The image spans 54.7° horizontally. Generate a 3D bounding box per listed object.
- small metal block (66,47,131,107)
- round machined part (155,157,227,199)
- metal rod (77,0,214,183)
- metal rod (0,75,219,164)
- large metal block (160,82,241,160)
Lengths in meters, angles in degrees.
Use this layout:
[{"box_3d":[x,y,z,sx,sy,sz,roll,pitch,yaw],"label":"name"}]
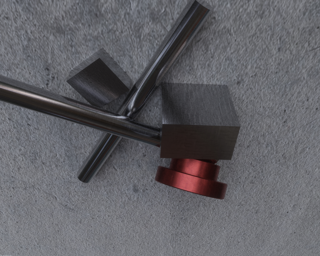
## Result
[{"box_3d":[-0.070,-0.056,0.359,0.050,0.025,0.050,-29,125,22],"label":"small metal block"},{"box_3d":[0.045,0.064,0.429,0.099,0.098,0.042,17,84,-14],"label":"round machined part"},{"box_3d":[-0.035,-0.025,0.385,0.025,0.025,0.298,25,126,-20],"label":"metal rod"},{"box_3d":[-0.046,-0.002,0.368,0.302,0.025,0.025,19,129,-30],"label":"metal rod"},{"box_3d":[0.041,-0.010,0.364,0.081,0.080,0.050,2,130,-2],"label":"large metal block"}]
